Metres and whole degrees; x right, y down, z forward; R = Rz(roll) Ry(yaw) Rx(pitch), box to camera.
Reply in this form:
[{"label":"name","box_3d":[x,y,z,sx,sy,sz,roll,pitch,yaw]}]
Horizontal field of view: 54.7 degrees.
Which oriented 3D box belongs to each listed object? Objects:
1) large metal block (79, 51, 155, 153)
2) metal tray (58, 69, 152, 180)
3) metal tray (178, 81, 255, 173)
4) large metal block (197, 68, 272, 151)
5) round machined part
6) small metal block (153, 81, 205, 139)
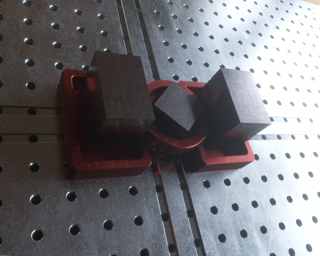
[{"label":"large metal block","box_3d":[-0.052,-0.025,0.343,0.050,0.080,0.080,1,62,-28]},{"label":"metal tray","box_3d":[-0.068,-0.007,0.371,0.091,0.030,0.130,1,61,-28]},{"label":"metal tray","box_3d":[0.073,-0.005,0.445,0.091,0.030,0.130,0,62,-28]},{"label":"large metal block","box_3d":[0.091,-0.022,0.418,0.050,0.080,0.080,1,61,-28]},{"label":"round machined part","box_3d":[0.009,-0.010,0.397,0.099,0.042,0.098,14,56,-21]},{"label":"small metal block","box_3d":[0.019,-0.022,0.379,0.050,0.025,0.050,38,51,-3]}]
